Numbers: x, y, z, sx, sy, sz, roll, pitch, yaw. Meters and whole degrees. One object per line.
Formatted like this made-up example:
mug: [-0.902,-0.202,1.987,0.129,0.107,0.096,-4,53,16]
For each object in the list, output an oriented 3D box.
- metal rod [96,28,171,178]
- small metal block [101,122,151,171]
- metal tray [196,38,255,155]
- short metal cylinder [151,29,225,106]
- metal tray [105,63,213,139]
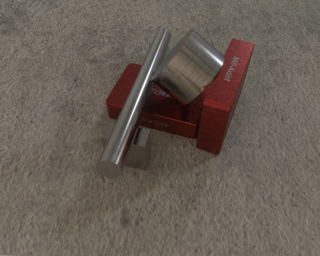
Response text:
metal rod: [-0.021,-0.057,0.402,0.025,0.025,0.300,8,41,6]
small metal block: [-0.038,0.023,0.369,0.050,0.050,0.025,10,51,8]
metal tray: [0.085,-0.042,0.399,0.030,0.089,0.130,18,52,14]
short metal cylinder: [0.033,-0.075,0.384,0.050,0.080,0.080,38,53,-12]
metal tray: [0.002,-0.041,0.435,0.131,0.030,0.090,14,51,11]
